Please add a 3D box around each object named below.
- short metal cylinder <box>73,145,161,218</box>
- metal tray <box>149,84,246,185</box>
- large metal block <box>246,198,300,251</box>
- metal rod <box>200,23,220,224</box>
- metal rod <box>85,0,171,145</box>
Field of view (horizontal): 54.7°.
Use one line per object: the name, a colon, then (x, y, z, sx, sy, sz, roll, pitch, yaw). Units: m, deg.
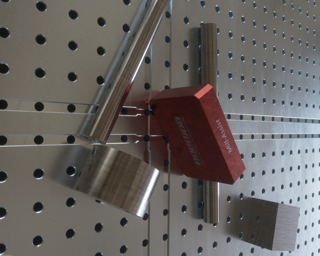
short metal cylinder: (-0.046, 0.058, 0.335, 0.080, 0.080, 0.050, 36, 68, -35)
metal tray: (0.048, 0.010, 0.407, 0.030, 0.090, 0.129, -40, 115, -33)
large metal block: (0.209, 0.177, 0.569, 0.080, 0.050, 0.080, 20, 78, -38)
metal rod: (0.076, -0.006, 0.472, 0.025, 0.025, 0.298, -2, 91, -40)
metal rod: (-0.019, -0.119, 0.392, 0.025, 0.025, 0.300, 34, 69, -35)
